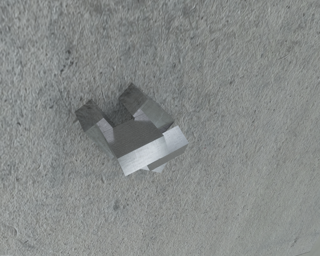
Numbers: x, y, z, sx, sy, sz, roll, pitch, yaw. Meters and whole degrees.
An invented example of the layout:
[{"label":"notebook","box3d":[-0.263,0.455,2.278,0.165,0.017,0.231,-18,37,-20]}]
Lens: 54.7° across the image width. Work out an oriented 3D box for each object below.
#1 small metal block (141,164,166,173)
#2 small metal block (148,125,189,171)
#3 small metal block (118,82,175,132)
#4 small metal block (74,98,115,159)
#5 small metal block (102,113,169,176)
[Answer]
[{"label":"small metal block","box3d":[-0.012,0.030,0.422,0.050,0.025,0.050,17,109,-35]},{"label":"small metal block","box3d":[0.004,0.026,0.380,0.050,0.025,0.050,-28,166,-11]},{"label":"small metal block","box3d":[-0.016,-0.023,0.371,0.025,0.050,0.050,-49,129,6]},{"label":"small metal block","box3d":[-0.068,0.001,0.357,0.025,0.050,0.050,-39,130,-3]},{"label":"small metal block","box3d":[-0.026,0.016,0.324,0.050,0.050,0.025,-26,128,-13]}]
